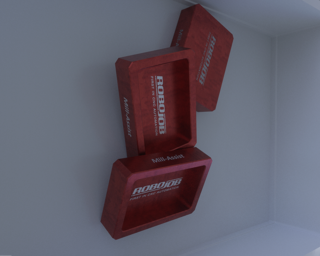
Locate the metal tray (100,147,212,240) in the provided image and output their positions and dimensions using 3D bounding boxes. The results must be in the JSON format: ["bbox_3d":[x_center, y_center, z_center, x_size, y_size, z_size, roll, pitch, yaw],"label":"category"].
[{"bbox_3d":[-0.001,0.075,0.378,0.131,0.030,0.089,-5,120,-40],"label":"metal tray"}]

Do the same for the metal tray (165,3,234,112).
[{"bbox_3d":[0.056,-0.099,0.450,0.090,0.030,0.130,27,73,-37],"label":"metal tray"}]

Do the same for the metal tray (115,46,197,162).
[{"bbox_3d":[0.000,-0.025,0.373,0.091,0.030,0.129,-21,120,-31],"label":"metal tray"}]
